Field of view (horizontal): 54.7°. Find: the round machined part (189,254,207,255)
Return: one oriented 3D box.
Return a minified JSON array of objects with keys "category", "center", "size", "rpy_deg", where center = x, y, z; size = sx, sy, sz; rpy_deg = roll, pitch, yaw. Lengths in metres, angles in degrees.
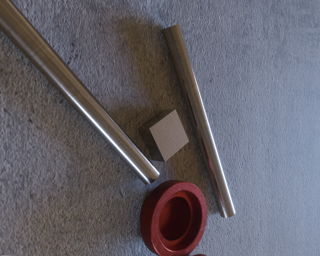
[{"category":"round machined part","center":[0.031,0.207,0.407],"size":[0.099,0.042,0.097],"rpy_deg":[-18,120,-33]}]

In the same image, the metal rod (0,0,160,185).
[{"category":"metal rod","center":[-0.093,-0.042,0.326],"size":[0.300,0.025,0.025],"rpy_deg":[52,60,-27]}]

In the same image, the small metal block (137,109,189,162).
[{"category":"small metal block","center":[0.005,0.009,0.409],"size":[0.050,0.025,0.050],"rpy_deg":[-38,113,-34]}]

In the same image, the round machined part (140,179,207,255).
[{"category":"round machined part","center":[0.013,0.116,0.405],"size":[0.099,0.042,0.097],"rpy_deg":[0,90,-40]}]

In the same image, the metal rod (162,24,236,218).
[{"category":"metal rod","center":[0.061,0.000,0.455],"size":[0.025,0.025,0.298],"rpy_deg":[-30,109,-36]}]
